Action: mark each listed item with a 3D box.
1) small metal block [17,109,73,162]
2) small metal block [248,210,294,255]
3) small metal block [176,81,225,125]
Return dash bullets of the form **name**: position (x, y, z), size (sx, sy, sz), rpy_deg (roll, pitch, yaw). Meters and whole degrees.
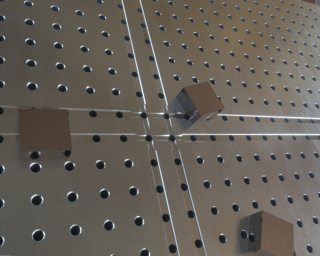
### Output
- **small metal block**: position (-0.126, 0.007, 0.336), size (0.050, 0.025, 0.050), rpy_deg (-1, 62, -28)
- **small metal block**: position (0.143, 0.141, 0.398), size (0.050, 0.025, 0.050), rpy_deg (26, 53, -12)
- **small metal block**: position (0.060, -0.038, 0.463), size (0.050, 0.025, 0.050), rpy_deg (-19, 72, -35)
